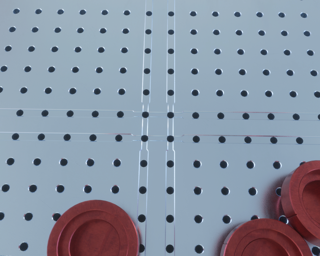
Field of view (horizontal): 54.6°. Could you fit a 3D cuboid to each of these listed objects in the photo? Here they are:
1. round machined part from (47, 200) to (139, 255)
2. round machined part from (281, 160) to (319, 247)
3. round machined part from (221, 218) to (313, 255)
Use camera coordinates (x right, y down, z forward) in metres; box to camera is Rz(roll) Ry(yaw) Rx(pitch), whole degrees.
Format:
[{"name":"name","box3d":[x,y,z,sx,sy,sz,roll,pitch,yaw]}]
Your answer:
[{"name":"round machined part","box3d":[-0.072,0.134,0.353,0.099,0.042,0.098,0,70,0]},{"name":"round machined part","box3d":[0.188,0.091,0.363,0.099,0.042,0.098,4,60,-8]},{"name":"round machined part","box3d":[0.116,0.153,0.347,0.099,0.042,0.098,0,70,0]}]
